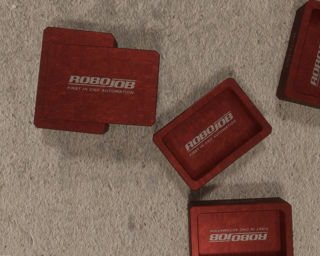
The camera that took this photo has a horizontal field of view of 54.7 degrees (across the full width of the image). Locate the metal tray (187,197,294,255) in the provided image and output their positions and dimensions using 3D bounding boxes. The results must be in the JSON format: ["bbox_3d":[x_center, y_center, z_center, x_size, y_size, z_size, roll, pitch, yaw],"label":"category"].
[{"bbox_3d":[0.104,0.142,0.408,0.131,0.030,0.089,-2,90,-1],"label":"metal tray"}]

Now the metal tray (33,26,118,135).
[{"bbox_3d":[-0.109,-0.060,0.406,0.091,0.030,0.129,6,90,-1],"label":"metal tray"}]

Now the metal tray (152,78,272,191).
[{"bbox_3d":[0.067,0.008,0.408,0.130,0.030,0.090,-38,91,-1],"label":"metal tray"}]

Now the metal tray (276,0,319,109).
[{"bbox_3d":[0.217,-0.093,0.410,0.091,0.030,0.129,14,90,-1],"label":"metal tray"}]

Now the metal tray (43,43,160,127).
[{"bbox_3d":[-0.068,-0.051,0.376,0.131,0.030,0.089,4,90,-1],"label":"metal tray"}]
